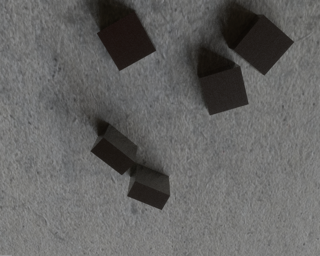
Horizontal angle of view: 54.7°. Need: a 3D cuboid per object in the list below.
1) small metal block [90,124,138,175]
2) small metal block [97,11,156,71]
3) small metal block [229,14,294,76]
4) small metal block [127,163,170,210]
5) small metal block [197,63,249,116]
[{"bbox_3d":[-0.058,0.027,0.406,0.050,0.050,0.025,40,105,-14],"label":"small metal block"},{"bbox_3d":[-0.039,-0.104,0.371,0.050,0.025,0.050,-27,108,9],"label":"small metal block"},{"bbox_3d":[0.122,-0.100,0.375,0.050,0.025,0.050,36,106,-13],"label":"small metal block"},{"bbox_3d":[-0.015,0.080,0.426,0.050,0.050,0.025,24,108,-9],"label":"small metal block"},{"bbox_3d":[0.080,-0.049,0.393,0.050,0.025,0.050,-16,110,5],"label":"small metal block"}]
